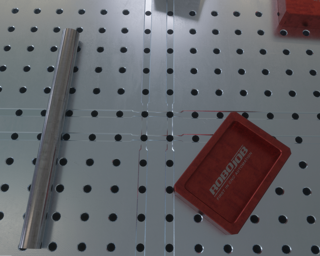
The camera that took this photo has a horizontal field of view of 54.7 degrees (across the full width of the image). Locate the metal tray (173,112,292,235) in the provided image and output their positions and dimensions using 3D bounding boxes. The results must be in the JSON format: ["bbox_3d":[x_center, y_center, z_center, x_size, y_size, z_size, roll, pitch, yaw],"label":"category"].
[{"bbox_3d":[0.090,0.054,0.389,0.090,0.030,0.130,37,74,12],"label":"metal tray"}]

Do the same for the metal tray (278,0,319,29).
[{"bbox_3d":[0.237,-0.221,0.492,0.091,0.030,0.130,5,70,1],"label":"metal tray"}]

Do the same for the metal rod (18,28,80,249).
[{"bbox_3d":[-0.141,-0.001,0.410,0.025,0.025,0.299,3,70,1],"label":"metal rod"}]
